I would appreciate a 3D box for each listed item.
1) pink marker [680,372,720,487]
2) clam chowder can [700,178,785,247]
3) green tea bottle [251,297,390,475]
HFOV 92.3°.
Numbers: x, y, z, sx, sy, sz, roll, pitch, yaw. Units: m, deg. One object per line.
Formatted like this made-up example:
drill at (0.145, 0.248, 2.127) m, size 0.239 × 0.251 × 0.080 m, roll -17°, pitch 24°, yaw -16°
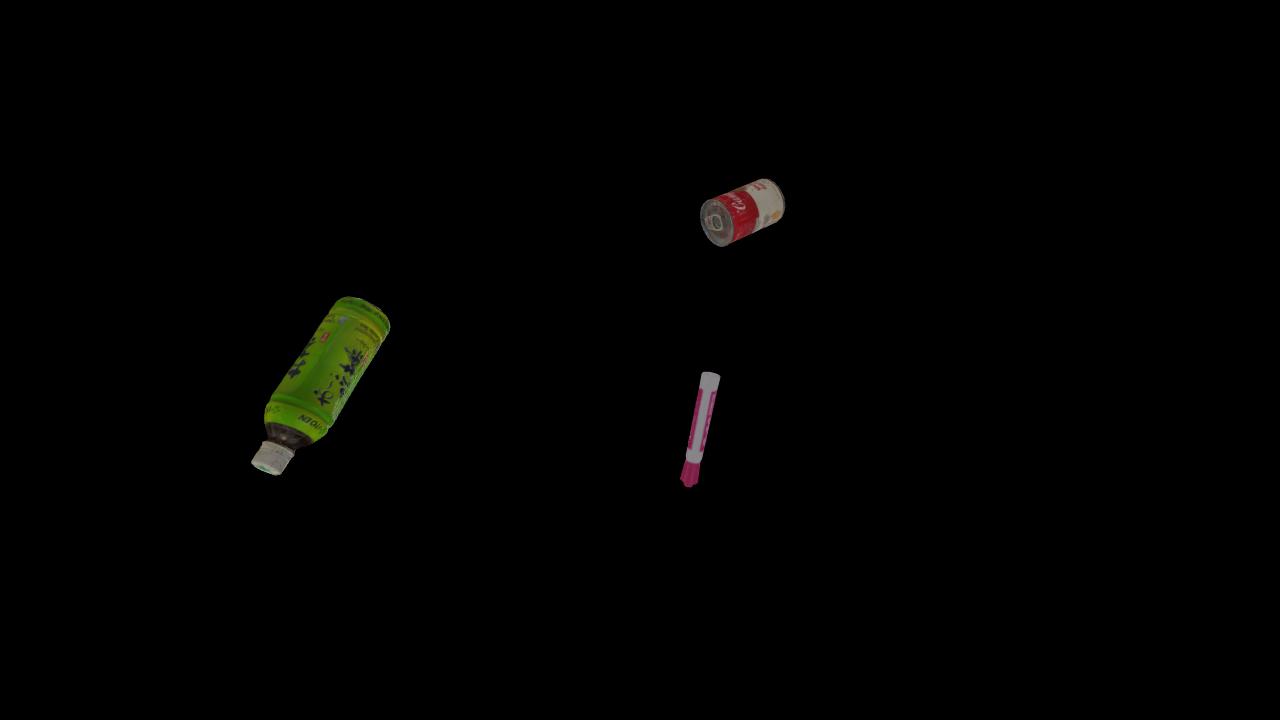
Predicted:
pink marker at (0.060, 0.072, 0.619) m, size 0.020 × 0.121 × 0.020 m, roll 10°, pitch 13°, yaw -2°
clam chowder can at (0.145, -0.208, 0.864) m, size 0.102 × 0.068 × 0.068 m, roll -27°, pitch 12°, yaw -25°
green tea bottle at (-0.358, 0.028, 0.689) m, size 0.073 × 0.212 × 0.073 m, roll 11°, pitch -31°, yaw 7°
